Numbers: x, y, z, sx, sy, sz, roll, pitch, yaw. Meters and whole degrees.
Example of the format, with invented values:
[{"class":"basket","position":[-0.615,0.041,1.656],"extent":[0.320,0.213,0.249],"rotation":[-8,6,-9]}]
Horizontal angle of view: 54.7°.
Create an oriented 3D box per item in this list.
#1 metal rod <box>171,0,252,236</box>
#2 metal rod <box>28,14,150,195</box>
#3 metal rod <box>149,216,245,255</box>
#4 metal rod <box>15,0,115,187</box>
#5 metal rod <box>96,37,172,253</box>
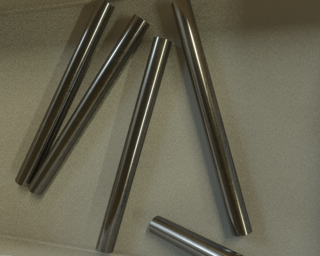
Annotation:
[{"class":"metal rod","position":[0.063,-0.017,0.387],"extent":[0.025,0.025,0.298],"rotation":[-16,85,19]},{"class":"metal rod","position":[-0.107,-0.026,0.446],"extent":[0.025,0.025,0.299],"rotation":[38,102,15]},{"class":"metal rod","position":[0.103,0.152,0.312],"extent":[0.300,0.025,0.025],"rotation":[12,94,43]},{"class":"metal rod","position":[-0.144,-0.046,0.459],"extent":[0.025,0.025,0.298],"rotation":[31,100,17]},{"class":"metal rod","position":[-0.037,0.027,0.422],"extent":[0.025,0.025,0.298],"rotation":[18,96,19]}]
